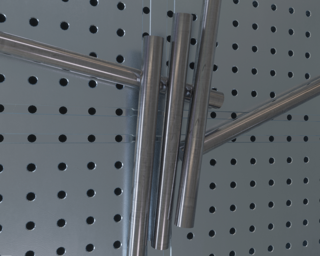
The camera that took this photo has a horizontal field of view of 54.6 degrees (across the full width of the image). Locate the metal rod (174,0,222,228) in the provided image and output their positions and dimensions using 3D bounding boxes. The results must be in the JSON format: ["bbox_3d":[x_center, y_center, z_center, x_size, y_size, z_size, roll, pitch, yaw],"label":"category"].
[{"bbox_3d":[0.050,-0.024,0.402,0.025,0.025,0.299,8,87,-20],"label":"metal rod"}]

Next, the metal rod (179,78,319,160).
[{"bbox_3d":[0.160,-0.022,0.470,0.302,0.025,0.025,-24,98,-18],"label":"metal rod"}]

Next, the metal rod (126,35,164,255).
[{"bbox_3d":[-0.020,0.039,0.388,0.025,0.025,0.298,3,95,-20],"label":"metal rod"}]

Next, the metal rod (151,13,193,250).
[{"bbox_3d":[0.014,0.009,0.398,0.025,0.025,0.298,3,96,-20],"label":"metal rod"}]

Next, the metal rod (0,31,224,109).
[{"bbox_3d":[-0.054,-0.069,0.392,0.302,0.025,0.025,12,86,-20],"label":"metal rod"}]
